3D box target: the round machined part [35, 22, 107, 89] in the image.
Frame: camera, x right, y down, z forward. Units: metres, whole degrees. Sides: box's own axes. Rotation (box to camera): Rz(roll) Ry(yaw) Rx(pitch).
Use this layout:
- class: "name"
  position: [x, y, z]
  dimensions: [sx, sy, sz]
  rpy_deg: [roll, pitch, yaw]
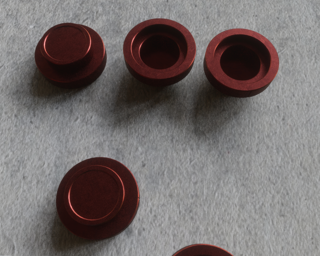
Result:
- class: "round machined part"
  position: [-0.128, -0.108, 0.437]
  dimensions: [0.099, 0.042, 0.098]
  rpy_deg: [0, 70, -1]

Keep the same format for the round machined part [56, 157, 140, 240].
- class: "round machined part"
  position: [-0.074, 0.082, 0.368]
  dimensions: [0.099, 0.042, 0.098]
  rpy_deg: [0, 70, -1]

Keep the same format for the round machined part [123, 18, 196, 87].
- class: "round machined part"
  position: [0.000, -0.101, 0.436]
  dimensions: [0.099, 0.042, 0.098]
  rpy_deg: [0, 70, -1]

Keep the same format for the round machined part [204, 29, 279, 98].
- class: "round machined part"
  position: [0.110, -0.086, 0.432]
  dimensions: [0.099, 0.042, 0.098]
  rpy_deg: [0, 70, -1]

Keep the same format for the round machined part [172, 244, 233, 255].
- class: "round machined part"
  position: [0.046, 0.177, 0.335]
  dimensions: [0.099, 0.042, 0.098]
  rpy_deg: [0, 70, -1]
